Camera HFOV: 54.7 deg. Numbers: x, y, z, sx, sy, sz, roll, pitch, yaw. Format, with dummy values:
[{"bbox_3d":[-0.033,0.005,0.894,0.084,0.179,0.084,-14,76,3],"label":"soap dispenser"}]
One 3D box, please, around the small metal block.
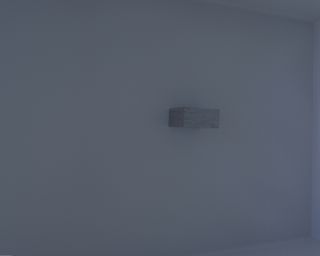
[{"bbox_3d":[0.045,-0.013,0.415,0.050,0.050,0.025,3,89,-20],"label":"small metal block"}]
